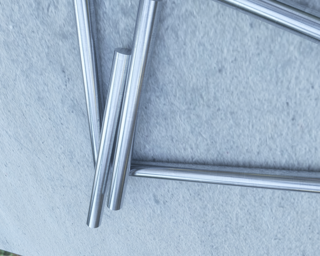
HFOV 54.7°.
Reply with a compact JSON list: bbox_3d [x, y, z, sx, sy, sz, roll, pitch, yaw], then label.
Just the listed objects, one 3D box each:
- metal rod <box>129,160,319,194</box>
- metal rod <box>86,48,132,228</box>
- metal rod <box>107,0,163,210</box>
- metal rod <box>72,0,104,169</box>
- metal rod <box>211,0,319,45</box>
[{"bbox_3d":[0.067,0.061,0.408,0.300,0.025,0.025,0,119,27],"label":"metal rod"},{"bbox_3d":[-0.076,0.033,0.444,0.025,0.025,0.298,23,121,14],"label":"metal rod"},{"bbox_3d":[-0.039,-0.010,0.399,0.025,0.025,0.298,22,120,15],"label":"metal rod"},{"bbox_3d":[-0.091,-0.044,0.425,0.025,0.025,0.298,14,124,20],"label":"metal rod"},{"bbox_3d":[0.062,-0.130,0.293,0.301,0.025,0.025,27,128,10],"label":"metal rod"}]
